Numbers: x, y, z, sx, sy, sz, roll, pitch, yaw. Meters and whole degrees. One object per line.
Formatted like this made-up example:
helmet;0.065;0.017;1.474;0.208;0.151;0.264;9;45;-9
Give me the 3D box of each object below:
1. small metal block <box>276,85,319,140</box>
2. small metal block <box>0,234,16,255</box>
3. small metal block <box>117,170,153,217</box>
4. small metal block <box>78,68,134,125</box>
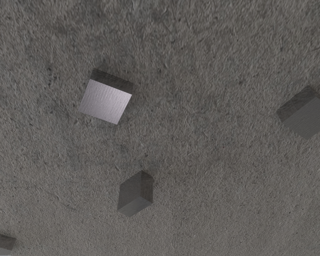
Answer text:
small metal block;0.187;-0.018;0.393;0.050;0.025;0.050;29;124;-23
small metal block;-0.316;0.229;0.599;0.050;0.025;0.050;28;125;-22
small metal block;-0.037;0.101;0.476;0.050;0.050;0.025;-37;121;27
small metal block;-0.066;-0.037;0.375;0.050;0.025;0.050;20;127;-16
